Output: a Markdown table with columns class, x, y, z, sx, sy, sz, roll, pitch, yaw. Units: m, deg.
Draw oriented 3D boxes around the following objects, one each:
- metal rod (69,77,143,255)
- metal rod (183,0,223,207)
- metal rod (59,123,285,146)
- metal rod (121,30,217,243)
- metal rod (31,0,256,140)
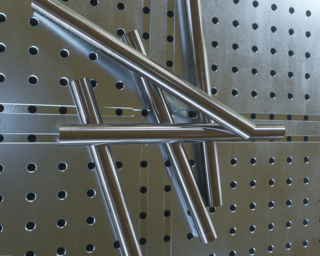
| class | x | y | z | sx | sy | sz | roll | pitch | yaw |
| --- | --- | --- | --- | --- | --- | --- | --- | --- | --- |
| metal rod | -0.057 | 0.085 | 0.391 | 0.025 | 0.025 | 0.299 | -18 | 96 | -19 |
| metal rod | 0.060 | -0.040 | 0.434 | 0.025 | 0.025 | 0.298 | -7 | 93 | -20 |
| metal rod | 0.030 | 0.006 | 0.395 | 0.302 | 0.025 | 0.025 | -1 | 90 | -20 |
| metal rod | 0.015 | 0.017 | 0.417 | 0.025 | 0.025 | 0.299 | -24 | 98 | -18 |
| metal rod | -0.014 | -0.072 | 0.379 | 0.301 | 0.025 | 0.025 | 31 | 80 | -7 |
